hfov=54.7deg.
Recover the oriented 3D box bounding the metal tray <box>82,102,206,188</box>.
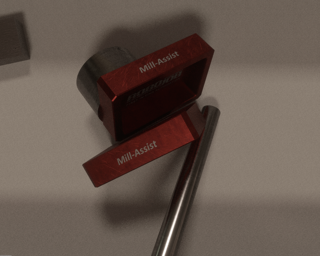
[{"bbox_3d":[-0.014,0.017,0.361,0.130,0.090,0.030,-27,94,17],"label":"metal tray"}]

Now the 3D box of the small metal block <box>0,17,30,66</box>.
[{"bbox_3d":[-0.207,-0.112,0.409,0.050,0.025,0.050,-12,90,-1],"label":"small metal block"}]

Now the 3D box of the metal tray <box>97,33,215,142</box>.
[{"bbox_3d":[-0.004,-0.045,0.356,0.131,0.090,0.030,-30,65,-21],"label":"metal tray"}]

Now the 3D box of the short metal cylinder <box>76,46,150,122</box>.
[{"bbox_3d":[-0.053,-0.051,0.377,0.080,0.080,0.050,-39,67,0],"label":"short metal cylinder"}]

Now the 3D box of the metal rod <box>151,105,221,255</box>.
[{"bbox_3d":[0.018,0.098,0.341,0.025,0.025,0.300,23,60,0],"label":"metal rod"}]
